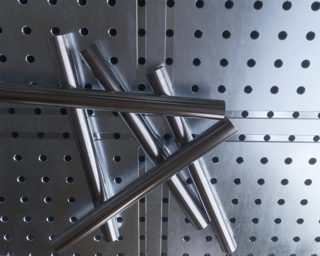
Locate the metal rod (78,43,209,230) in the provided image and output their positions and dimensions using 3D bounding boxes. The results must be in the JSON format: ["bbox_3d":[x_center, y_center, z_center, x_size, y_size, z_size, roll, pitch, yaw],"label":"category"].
[{"bbox_3d":[-0.013,0.024,0.421,0.025,0.025,0.299,-29,108,10],"label":"metal rod"}]

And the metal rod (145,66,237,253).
[{"bbox_3d":[0.050,0.057,0.435,0.025,0.025,0.299,-22,109,7],"label":"metal rod"}]

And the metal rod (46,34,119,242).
[{"bbox_3d":[-0.099,0.028,0.422,0.025,0.025,0.298,-9,110,3],"label":"metal rod"}]

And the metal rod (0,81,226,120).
[{"bbox_3d":[-0.073,-0.034,0.373,0.302,0.025,0.025,5,110,-3],"label":"metal rod"}]

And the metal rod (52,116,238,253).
[{"bbox_3d":[-0.028,0.081,0.416,0.300,0.025,0.025,-36,107,12],"label":"metal rod"}]
